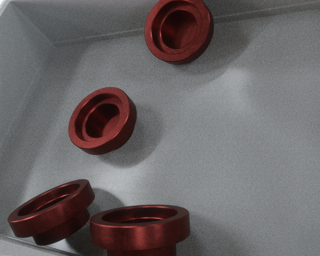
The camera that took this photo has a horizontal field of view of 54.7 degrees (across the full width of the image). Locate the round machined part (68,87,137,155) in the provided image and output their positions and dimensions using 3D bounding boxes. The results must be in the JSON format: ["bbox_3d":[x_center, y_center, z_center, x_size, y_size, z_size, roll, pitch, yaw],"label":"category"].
[{"bbox_3d":[-0.076,-0.006,0.437,0.098,0.042,0.098,-13,56,20],"label":"round machined part"}]

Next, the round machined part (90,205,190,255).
[{"bbox_3d":[-0.019,0.107,0.309,0.098,0.098,0.042,-5,86,25],"label":"round machined part"}]

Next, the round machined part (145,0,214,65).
[{"bbox_3d":[0.031,-0.139,0.447,0.098,0.042,0.097,-1,88,26],"label":"round machined part"}]

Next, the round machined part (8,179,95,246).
[{"bbox_3d":[-0.124,0.103,0.373,0.098,0.042,0.098,-21,9,4],"label":"round machined part"}]
